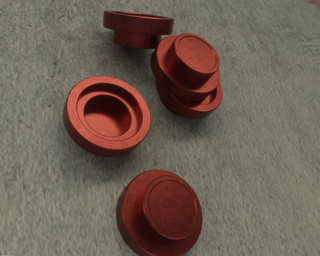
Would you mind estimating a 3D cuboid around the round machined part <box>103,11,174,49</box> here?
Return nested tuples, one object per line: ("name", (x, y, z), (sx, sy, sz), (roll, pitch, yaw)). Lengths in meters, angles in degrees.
("round machined part", (-0.031, -0.140, 0.442), (0.099, 0.042, 0.098), (6, 22, -2))

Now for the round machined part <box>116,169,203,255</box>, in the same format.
("round machined part", (0.005, 0.091, 0.341), (0.099, 0.042, 0.098), (14, 56, -21))

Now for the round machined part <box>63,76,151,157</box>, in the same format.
("round machined part", (-0.064, -0.010, 0.365), (0.099, 0.042, 0.098), (14, 56, -21))

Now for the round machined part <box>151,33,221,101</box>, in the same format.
("round machined part", (0.041, -0.088, 0.416), (0.099, 0.042, 0.098), (14, 56, -21))

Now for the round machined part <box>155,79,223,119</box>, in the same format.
("round machined part", (0.038, -0.055, 0.449), (0.099, 0.042, 0.098), (14, 56, -21))
